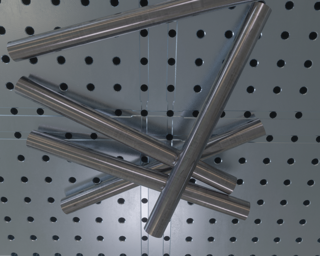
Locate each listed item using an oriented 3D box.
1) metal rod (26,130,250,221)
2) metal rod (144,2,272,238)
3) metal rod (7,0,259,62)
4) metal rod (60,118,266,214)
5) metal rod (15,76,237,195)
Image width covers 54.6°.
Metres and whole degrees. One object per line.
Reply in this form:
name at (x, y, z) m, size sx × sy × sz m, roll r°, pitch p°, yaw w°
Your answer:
metal rod at (-0.030, 0.061, 0.410) m, size 0.301 × 0.025 × 0.025 m, roll 18°, pitch 109°, yaw 3°
metal rod at (0.055, -0.006, 0.373) m, size 0.025 × 0.025 × 0.299 m, roll 25°, pitch 94°, yaw -9°
metal rod at (-0.032, -0.126, 0.366) m, size 0.301 × 0.025 × 0.025 m, roll -13°, pitch 110°, yaw 4°
metal rod at (-0.001, 0.056, 0.433) m, size 0.301 × 0.025 × 0.025 m, roll -23°, pitch 109°, yaw 8°
metal rod at (-0.041, 0.011, 0.399) m, size 0.301 × 0.025 × 0.025 m, roll 26°, pitch 108°, yaw -3°
